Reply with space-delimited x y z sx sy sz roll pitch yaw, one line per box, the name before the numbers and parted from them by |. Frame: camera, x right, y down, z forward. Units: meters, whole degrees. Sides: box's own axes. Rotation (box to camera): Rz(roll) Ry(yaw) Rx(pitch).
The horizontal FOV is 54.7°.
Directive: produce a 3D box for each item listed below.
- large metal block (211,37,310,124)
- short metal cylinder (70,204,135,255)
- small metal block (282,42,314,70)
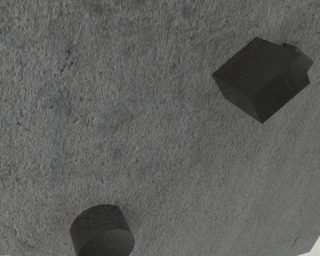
large metal block | 0.130 -0.065 0.404 0.080 0.080 0.050 -41 130 -1
short metal cylinder | -0.083 0.157 0.444 0.081 0.050 0.079 -14 125 -21
small metal block | 0.191 -0.090 0.458 0.050 0.025 0.050 21 107 -37
